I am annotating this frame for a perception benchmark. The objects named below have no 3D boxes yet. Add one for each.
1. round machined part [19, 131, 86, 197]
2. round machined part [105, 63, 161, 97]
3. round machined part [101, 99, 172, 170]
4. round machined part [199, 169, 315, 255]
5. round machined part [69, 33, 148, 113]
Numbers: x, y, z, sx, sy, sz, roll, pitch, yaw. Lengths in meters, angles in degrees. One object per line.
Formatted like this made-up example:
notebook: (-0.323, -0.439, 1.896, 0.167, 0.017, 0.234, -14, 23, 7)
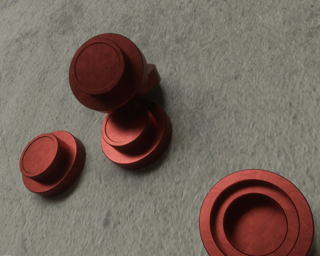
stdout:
round machined part: (-0.161, 0.046, 0.447, 0.098, 0.042, 0.098, -13, 56, 20)
round machined part: (-0.052, -0.069, 0.434, 0.098, 0.042, 0.098, -20, 24, 10)
round machined part: (-0.037, 0.002, 0.409, 0.098, 0.042, 0.098, -13, 57, 20)
round machined part: (0.090, 0.091, 0.289, 0.098, 0.042, 0.098, -13, 56, 20)
round machined part: (-0.067, -0.069, 0.375, 0.098, 0.042, 0.097, -2, 83, 14)
